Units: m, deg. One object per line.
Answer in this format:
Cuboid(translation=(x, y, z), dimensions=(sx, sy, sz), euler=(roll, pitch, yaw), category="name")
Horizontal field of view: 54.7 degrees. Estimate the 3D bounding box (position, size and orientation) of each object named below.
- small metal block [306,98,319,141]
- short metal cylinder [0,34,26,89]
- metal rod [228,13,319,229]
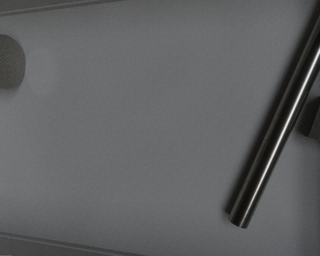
Cuboid(translation=(0.197, -0.006, 0.341), dimensions=(0.050, 0.025, 0.050), euler=(19, 96, 18), category="small metal block")
Cuboid(translation=(-0.254, -0.100, 0.469), dimensions=(0.050, 0.080, 0.079), euler=(5, 92, 19), category="short metal cylinder")
Cuboid(translation=(0.149, -0.022, 0.357), dimensions=(0.025, 0.025, 0.298), euler=(24, 98, 18), category="metal rod")
